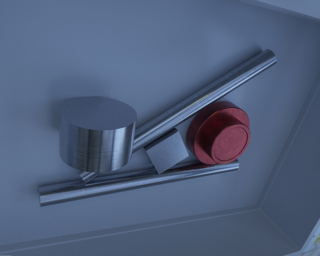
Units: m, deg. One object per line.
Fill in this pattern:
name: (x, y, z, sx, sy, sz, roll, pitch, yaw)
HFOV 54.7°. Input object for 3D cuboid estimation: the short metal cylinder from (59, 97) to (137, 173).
short metal cylinder: (-0.068, 0.005, 0.339, 0.081, 0.080, 0.050, -5, 121, -26)

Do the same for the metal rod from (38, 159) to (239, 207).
metal rod: (-0.013, 0.071, 0.446, 0.303, 0.025, 0.025, -5, 121, -26)

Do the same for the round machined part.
round machined part: (0.093, 0.014, 0.455, 0.099, 0.042, 0.097, -14, 125, -21)

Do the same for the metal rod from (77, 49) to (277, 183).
metal rod: (0.027, -0.020, 0.411, 0.301, 0.025, 0.025, -32, 129, -8)

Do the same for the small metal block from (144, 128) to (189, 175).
small metal block: (0.006, 0.029, 0.429, 0.050, 0.025, 0.050, -31, 129, -8)
